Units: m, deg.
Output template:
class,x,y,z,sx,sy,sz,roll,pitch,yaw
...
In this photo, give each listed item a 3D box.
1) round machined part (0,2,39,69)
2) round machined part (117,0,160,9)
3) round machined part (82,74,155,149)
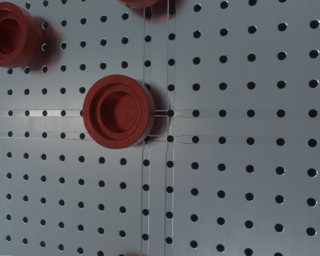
class,x,y,z,sx,sy,sz,roll,pitch,yaw
round machined part,-0.231,-0.142,0.486,0.098,0.042,0.097,0,90,20
round machined part,-0.024,-0.208,0.413,0.098,0.042,0.097,0,90,20
round machined part,-0.052,-0.021,0.422,0.098,0.042,0.097,0,90,20
